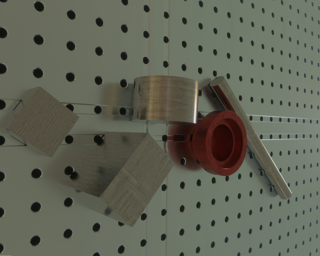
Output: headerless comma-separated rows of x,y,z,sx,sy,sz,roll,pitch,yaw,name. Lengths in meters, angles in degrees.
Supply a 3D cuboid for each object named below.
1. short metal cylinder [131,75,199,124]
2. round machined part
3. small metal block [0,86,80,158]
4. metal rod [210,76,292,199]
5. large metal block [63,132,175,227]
0.007,-0.032,0.381,0.081,0.080,0.050,5,87,-40,short metal cylinder
0.087,0.022,0.474,0.099,0.042,0.097,0,90,-40,round machined part
-0.119,-0.006,0.310,0.050,0.025,0.050,43,64,-32,small metal block
0.172,0.030,0.556,0.300,0.025,0.025,52,60,-28,metal rod
-0.045,0.051,0.337,0.050,0.080,0.080,52,60,-28,large metal block
